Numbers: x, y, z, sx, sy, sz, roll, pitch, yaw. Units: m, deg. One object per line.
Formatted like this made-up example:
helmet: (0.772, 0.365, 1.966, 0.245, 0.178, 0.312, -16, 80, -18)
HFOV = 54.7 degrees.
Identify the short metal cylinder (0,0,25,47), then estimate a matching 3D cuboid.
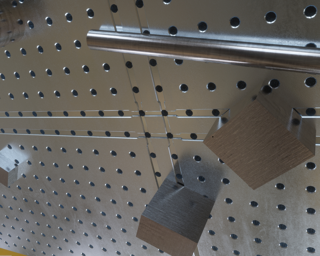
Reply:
short metal cylinder: (-0.235, -0.150, 0.424, 0.080, 0.050, 0.079, 13, 124, 20)

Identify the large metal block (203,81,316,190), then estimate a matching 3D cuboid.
large metal block: (0.109, 0.010, 0.343, 0.080, 0.050, 0.080, 43, 129, -2)

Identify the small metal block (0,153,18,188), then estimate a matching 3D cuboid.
small metal block: (-0.318, 0.085, 0.628, 0.050, 0.025, 0.050, 31, 128, 7)

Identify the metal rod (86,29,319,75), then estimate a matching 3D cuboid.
metal rod: (0.054, -0.082, 0.331, 0.301, 0.025, 0.025, 11, 123, 21)

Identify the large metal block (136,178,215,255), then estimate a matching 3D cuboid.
large metal block: (0.023, 0.130, 0.442, 0.080, 0.080, 0.050, 24, 127, 13)
